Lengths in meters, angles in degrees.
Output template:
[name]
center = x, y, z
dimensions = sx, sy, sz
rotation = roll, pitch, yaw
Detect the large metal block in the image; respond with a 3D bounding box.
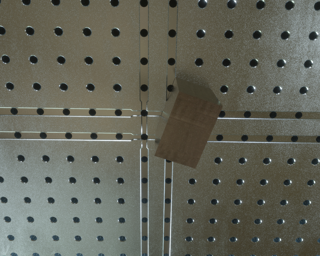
[large metal block]
center = 0.031, -0.010, 0.381
dimensions = 0.050, 0.080, 0.080
rotation = 18, 109, -7
